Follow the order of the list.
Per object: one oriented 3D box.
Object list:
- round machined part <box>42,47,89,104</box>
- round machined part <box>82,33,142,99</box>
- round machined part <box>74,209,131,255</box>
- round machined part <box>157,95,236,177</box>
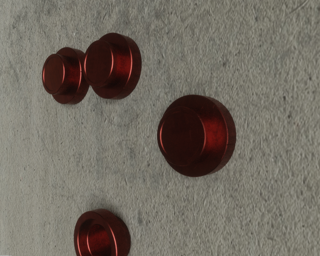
[{"bbox_3d":[-0.166,-0.090,0.531,0.098,0.042,0.097,0,90,40],"label":"round machined part"},{"bbox_3d":[-0.077,-0.092,0.458,0.098,0.042,0.097,0,90,40],"label":"round machined part"},{"bbox_3d":[-0.082,0.169,0.462,0.098,0.042,0.097,0,90,40],"label":"round machined part"},{"bbox_3d":[0.035,0.009,0.365,0.098,0.042,0.097,0,90,40],"label":"round machined part"}]
